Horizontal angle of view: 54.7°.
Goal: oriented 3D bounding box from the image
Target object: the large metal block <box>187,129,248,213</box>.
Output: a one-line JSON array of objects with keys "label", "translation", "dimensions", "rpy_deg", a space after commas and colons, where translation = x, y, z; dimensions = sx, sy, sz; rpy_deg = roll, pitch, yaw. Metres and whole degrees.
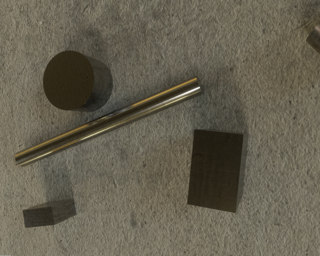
[{"label": "large metal block", "translation": [0.069, 0.043, 0.355], "dimensions": [0.050, 0.080, 0.079], "rpy_deg": [6, 92, 19]}]

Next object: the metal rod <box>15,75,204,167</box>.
[{"label": "metal rod", "translation": [-0.082, -0.003, 0.436], "dimensions": [0.300, 0.025, 0.025], "rpy_deg": [-21, 83, 18]}]

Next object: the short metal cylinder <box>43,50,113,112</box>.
[{"label": "short metal cylinder", "translation": [-0.114, -0.063, 0.434], "dimensions": [0.080, 0.050, 0.079], "rpy_deg": [0, 90, 19]}]

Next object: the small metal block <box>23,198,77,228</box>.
[{"label": "small metal block", "translation": [-0.159, 0.123, 0.450], "dimensions": [0.050, 0.050, 0.025], "rpy_deg": [-12, 86, 19]}]

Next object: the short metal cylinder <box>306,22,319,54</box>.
[{"label": "short metal cylinder", "translation": [0.198, -0.101, 0.310], "dimensions": [0.080, 0.080, 0.050], "rpy_deg": [-44, 77, 14]}]
